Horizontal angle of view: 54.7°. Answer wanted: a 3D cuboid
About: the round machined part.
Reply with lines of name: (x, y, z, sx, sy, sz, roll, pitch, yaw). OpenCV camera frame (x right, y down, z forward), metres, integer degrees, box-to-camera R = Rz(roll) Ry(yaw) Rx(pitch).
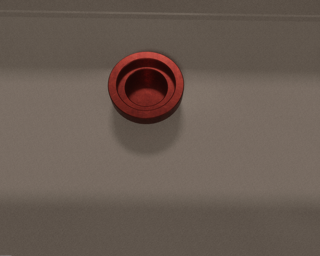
round machined part: (-0.018, -0.050, 0.419, 0.099, 0.042, 0.098, 0, 70, -1)
